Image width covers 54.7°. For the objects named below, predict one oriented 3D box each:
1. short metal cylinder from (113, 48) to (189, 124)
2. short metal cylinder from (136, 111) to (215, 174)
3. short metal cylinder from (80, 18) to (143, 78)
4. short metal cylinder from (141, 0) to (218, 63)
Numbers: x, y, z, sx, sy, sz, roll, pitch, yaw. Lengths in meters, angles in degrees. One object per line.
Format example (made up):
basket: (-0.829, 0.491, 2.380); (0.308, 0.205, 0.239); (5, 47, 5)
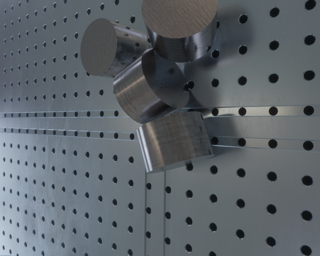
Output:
short metal cylinder: (-0.010, -0.050, 0.381); (0.050, 0.081, 0.080); (-29, 72, 36)
short metal cylinder: (0.017, 0.018, 0.359); (0.080, 0.081, 0.050); (-25, 75, 37)
short metal cylinder: (-0.071, -0.113, 0.452); (0.080, 0.050, 0.079); (0, 90, 40)
short metal cylinder: (0.024, -0.122, 0.349); (0.080, 0.050, 0.080); (-2, 72, 8)
